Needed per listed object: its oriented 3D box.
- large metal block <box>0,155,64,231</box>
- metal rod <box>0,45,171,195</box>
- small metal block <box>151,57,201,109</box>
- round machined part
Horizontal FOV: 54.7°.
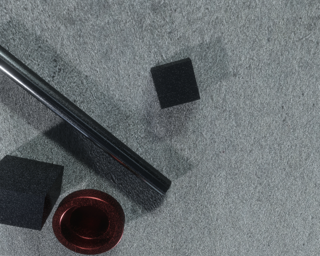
[{"bbox_3d":[-0.181,0.082,0.408,0.081,0.080,0.050,12,110,-5],"label":"large metal block"},{"bbox_3d":[-0.104,-0.009,0.404,0.300,0.025,0.025,40,105,-14],"label":"metal rod"},{"bbox_3d":[0.019,-0.056,0.389,0.050,0.025,0.050,-15,110,5],"label":"small metal block"},{"bbox_3d":[-0.100,0.130,0.447,0.099,0.042,0.097,0,110,-1],"label":"round machined part"}]
